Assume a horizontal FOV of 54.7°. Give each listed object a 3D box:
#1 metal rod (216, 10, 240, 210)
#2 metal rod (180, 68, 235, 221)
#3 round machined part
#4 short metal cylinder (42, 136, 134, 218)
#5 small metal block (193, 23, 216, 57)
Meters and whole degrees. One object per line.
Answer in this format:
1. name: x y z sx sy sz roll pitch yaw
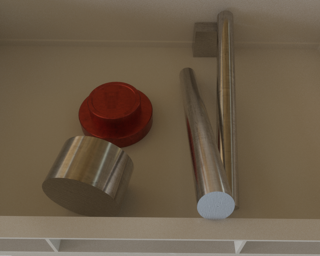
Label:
1. metal rod: 0.087 -0.043 0.408 0.025 0.025 0.299 4 60 3
2. metal rod: 0.040 -0.014 0.341 0.025 0.025 0.300 1 26 0
3. round machined part: -0.059 -0.024 0.414 0.099 0.042 0.098 0 50 0
4. short metal cylinder: -0.073 0.053 0.324 0.080 0.080 0.050 10 51 8
5. small metal block: 0.081 -0.145 0.512 0.050 0.050 0.025 0 50 -1
